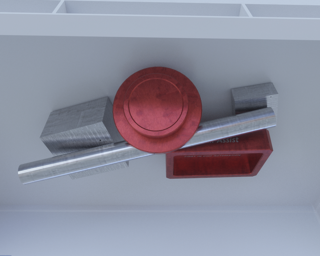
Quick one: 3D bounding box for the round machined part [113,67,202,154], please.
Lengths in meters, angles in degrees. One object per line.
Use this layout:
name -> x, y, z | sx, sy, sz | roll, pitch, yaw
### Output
round machined part -> -0.003, -0.021, 0.339 | 0.099, 0.097, 0.042 | -4, 171, 2

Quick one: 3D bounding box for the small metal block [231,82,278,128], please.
small metal block -> 0.118, -0.025, 0.387 | 0.050, 0.025, 0.050 | -9, 130, 7

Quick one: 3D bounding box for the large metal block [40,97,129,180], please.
large metal block -> -0.091, 0.015, 0.401 | 0.080, 0.050, 0.080 | -14, 129, 11

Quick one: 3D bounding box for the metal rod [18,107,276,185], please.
metal rod -> -0.015, 0.021, 0.366 | 0.302, 0.025, 0.025 | -13, 130, 1

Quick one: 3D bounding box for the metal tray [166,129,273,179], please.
metal tray -> 0.073, 0.037, 0.418 | 0.131, 0.030, 0.090 | -2, 150, 0
